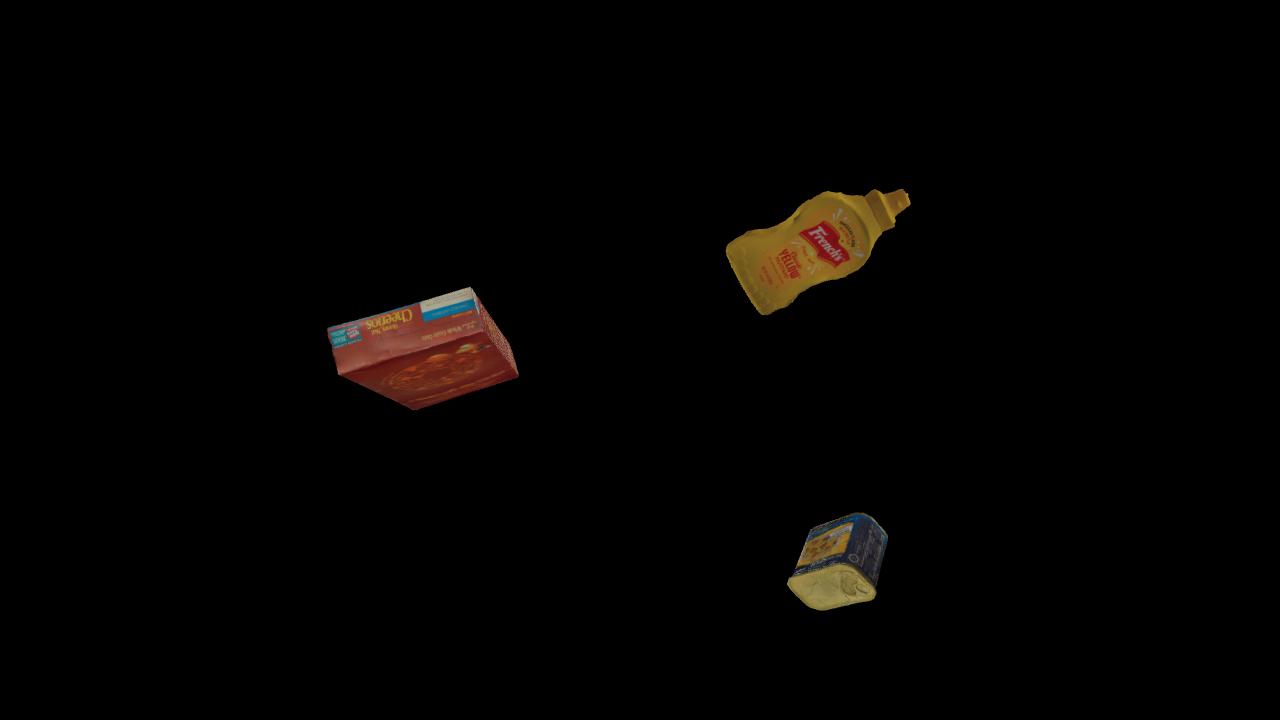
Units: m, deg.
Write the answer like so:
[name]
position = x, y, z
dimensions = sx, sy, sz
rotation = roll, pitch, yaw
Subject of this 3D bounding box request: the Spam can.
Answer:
[Spam can]
position = 0.232, 0.234, 0.719
dimensions = 0.101, 0.058, 0.085
rotation = -39, 7, 45

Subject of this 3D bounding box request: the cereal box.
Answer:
[cereal box]
position = -0.319, -0.007, 0.970
dimensions = 0.203, 0.081, 0.306
rotation = -18, -13, -5

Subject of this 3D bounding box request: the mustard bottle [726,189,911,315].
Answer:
[mustard bottle]
position = 0.189, -0.125, 0.642
dimensions = 0.184, 0.092, 0.054
rotation = -26, 12, 23
